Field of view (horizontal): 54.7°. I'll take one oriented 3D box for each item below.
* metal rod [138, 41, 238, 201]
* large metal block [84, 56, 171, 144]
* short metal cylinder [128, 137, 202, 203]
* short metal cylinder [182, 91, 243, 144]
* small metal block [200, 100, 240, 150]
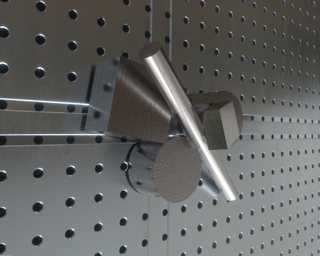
[{"bbox_3d":[0.053,0.015,0.403,0.025,0.025,0.300,-58,137,-24],"label":"metal rod"},{"bbox_3d":[-0.033,-0.028,0.359,0.081,0.050,0.080,14,81,-39],"label":"large metal block"},{"bbox_3d":[0.007,0.050,0.394,0.081,0.050,0.079,0,90,-40],"label":"short metal cylinder"},{"bbox_3d":[0.076,-0.013,0.453,0.081,0.050,0.079,0,90,-40],"label":"short metal cylinder"},{"bbox_3d":[0.078,-0.004,0.396,0.050,0.025,0.050,-31,110,-55],"label":"small metal block"}]
